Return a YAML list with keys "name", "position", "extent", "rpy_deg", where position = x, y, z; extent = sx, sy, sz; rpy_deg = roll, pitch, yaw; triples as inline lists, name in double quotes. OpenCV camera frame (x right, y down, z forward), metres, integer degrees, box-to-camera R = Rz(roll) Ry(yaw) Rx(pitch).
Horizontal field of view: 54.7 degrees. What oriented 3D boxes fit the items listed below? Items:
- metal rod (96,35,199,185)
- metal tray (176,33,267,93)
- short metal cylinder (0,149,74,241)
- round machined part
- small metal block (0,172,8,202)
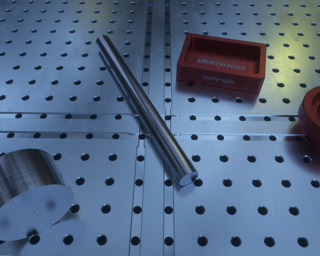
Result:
- name: "metal rod"
  position: [-0.032, -0.045, 0.444]
  extent: [0.025, 0.025, 0.300]
  rpy_deg: [-20, 53, -17]
- name: "metal tray"
  position: [0.099, -0.106, 0.494]
  extent: [0.131, 0.030, 0.090]
  rpy_deg: [11, 51, 8]
- name: "short metal cylinder"
  position: [-0.136, 0.067, 0.314]
  extent: [0.081, 0.080, 0.050]
  rpy_deg: [-28, 56, -22]
- name: "round machined part"
  position: [0.232, -0.008, 0.407]
  extent: [0.099, 0.042, 0.098]
  rpy_deg: [0, 50, 0]
- name: "small metal block"
  position: [-0.206, 0.075, 0.342]
  extent: [0.050, 0.025, 0.050]
  rpy_deg: [0, 50, 0]
